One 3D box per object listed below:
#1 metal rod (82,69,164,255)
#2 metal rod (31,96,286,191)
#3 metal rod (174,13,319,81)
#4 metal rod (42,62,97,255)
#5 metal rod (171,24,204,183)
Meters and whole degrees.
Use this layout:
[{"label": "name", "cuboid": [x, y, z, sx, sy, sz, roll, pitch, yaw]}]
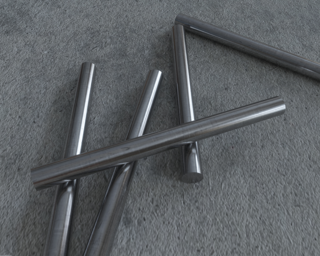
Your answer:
[{"label": "metal rod", "cuboid": [-0.037, 0.033, 0.374, 0.025, 0.025, 0.300, 9, 51, 7]}, {"label": "metal rod", "cuboid": [0.010, 0.013, 0.358, 0.302, 0.025, 0.025, -16, 52, -14]}, {"label": "metal rod", "cuboid": [0.157, -0.133, 0.515, 0.300, 0.025, 0.025, 28, 56, 21]}, {"label": "metal rod", "cuboid": [-0.105, 0.022, 0.383, 0.025, 0.025, 0.300, -2, 50, -1]}, {"label": "metal rod", "cuboid": [0.035, -0.058, 0.451, 0.025, 0.025, 0.300, -1, 50, -1]}]
